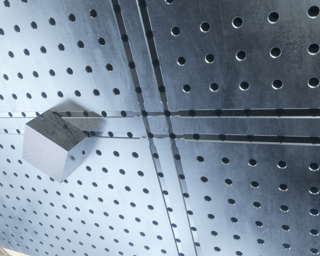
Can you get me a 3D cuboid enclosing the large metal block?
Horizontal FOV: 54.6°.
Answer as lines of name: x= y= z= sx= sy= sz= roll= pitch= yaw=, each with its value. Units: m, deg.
large metal block: x=-0.172 y=0.031 z=0.506 sx=0.080 sy=0.050 sz=0.080 roll=31 pitch=129 yaw=8
